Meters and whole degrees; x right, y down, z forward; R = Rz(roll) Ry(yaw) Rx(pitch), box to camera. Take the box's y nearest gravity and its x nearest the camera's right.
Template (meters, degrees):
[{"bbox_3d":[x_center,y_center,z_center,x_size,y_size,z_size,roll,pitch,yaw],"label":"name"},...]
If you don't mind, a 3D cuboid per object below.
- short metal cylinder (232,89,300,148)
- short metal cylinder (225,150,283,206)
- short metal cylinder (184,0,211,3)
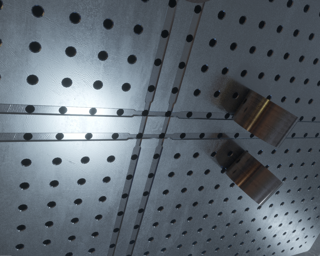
[{"bbox_3d":[0.153,-0.015,0.453,0.080,0.080,0.050,21,107,-36],"label":"short metal cylinder"},{"bbox_3d":[0.155,0.082,0.514,0.050,0.080,0.080,-48,129,5],"label":"short metal cylinder"},{"bbox_3d":[0.029,-0.170,0.307,0.081,0.050,0.079,-14,125,-21],"label":"short metal cylinder"}]
